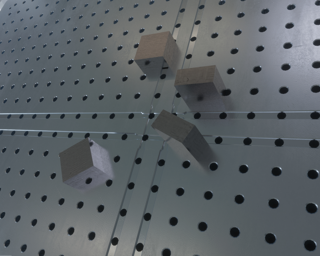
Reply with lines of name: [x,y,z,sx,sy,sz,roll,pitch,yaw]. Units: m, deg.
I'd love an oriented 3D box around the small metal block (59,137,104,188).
small metal block: [-0.111,0.049,0.438,0.050,0.025,0.050,-29,52,10]

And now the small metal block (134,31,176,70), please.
small metal block: [-0.008,-0.121,0.488,0.050,0.025,0.050,-1,61,28]

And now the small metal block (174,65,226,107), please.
small metal block: [0.053,-0.052,0.397,0.050,0.050,0.025,-2,61,27]

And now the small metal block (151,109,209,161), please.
small metal block: [0.024,0.009,0.375,0.050,0.050,0.025,29,78,37]
